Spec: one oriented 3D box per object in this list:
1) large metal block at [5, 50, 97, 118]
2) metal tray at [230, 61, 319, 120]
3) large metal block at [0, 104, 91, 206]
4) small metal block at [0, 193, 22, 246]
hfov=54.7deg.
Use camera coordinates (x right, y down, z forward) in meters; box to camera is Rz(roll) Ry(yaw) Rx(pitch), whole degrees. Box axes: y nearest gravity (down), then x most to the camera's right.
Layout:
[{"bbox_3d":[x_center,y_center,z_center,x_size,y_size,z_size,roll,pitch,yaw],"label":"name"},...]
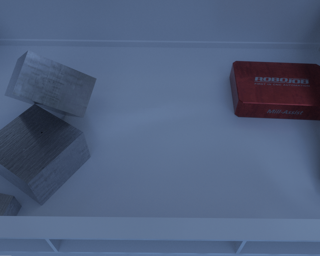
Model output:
[{"bbox_3d":[-0.137,-0.050,0.382,0.080,0.080,0.050,20,83,-32],"label":"large metal block"},{"bbox_3d":[0.173,-0.056,0.451,0.131,0.030,0.090,3,50,1],"label":"metal tray"},{"bbox_3d":[-0.143,0.029,0.363,0.080,0.050,0.080,28,55,21],"label":"large metal block"},{"bbox_3d":[-0.184,0.094,0.323,0.050,0.025,0.050,9,51,7],"label":"small metal block"}]
